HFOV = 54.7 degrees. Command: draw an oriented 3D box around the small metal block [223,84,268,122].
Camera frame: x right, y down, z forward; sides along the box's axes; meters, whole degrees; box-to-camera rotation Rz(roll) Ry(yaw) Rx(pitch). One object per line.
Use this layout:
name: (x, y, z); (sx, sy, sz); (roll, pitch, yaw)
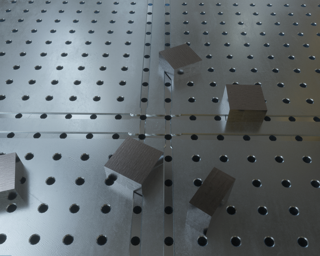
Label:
small metal block: (0.119, -0.035, 0.439); (0.050, 0.025, 0.050); (1, 50, 1)

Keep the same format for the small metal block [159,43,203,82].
small metal block: (0.032, -0.106, 0.497); (0.050, 0.025, 0.050); (-22, 54, -18)

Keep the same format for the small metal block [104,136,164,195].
small metal block: (-0.030, 0.044, 0.370); (0.050, 0.025, 0.050); (23, 54, 18)

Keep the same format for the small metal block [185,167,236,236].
small metal block: (0.053, 0.078, 0.327); (0.025, 0.050, 0.050); (29, 56, 22)

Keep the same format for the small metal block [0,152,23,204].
small metal block: (-0.188, 0.060, 0.355); (0.050, 0.025, 0.050); (-12, 51, -10)
